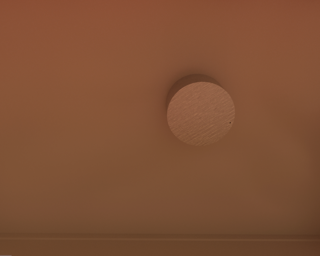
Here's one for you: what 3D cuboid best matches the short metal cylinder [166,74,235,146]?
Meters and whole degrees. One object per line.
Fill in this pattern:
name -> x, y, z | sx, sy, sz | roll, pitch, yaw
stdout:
short metal cylinder -> 0.048, -0.024, 0.390 | 0.081, 0.050, 0.079 | 0, 110, -1
